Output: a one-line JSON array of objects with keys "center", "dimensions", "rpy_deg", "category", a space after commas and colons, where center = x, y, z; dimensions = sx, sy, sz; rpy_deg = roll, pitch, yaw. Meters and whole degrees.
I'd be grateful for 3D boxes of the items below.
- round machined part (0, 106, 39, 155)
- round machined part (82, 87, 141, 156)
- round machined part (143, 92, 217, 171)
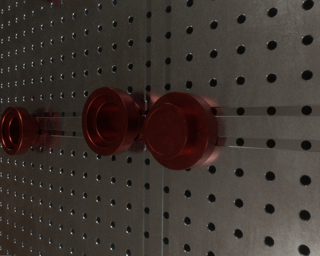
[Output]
[{"center": [-0.281, 0.005, 0.626], "dimensions": [0.098, 0.042, 0.097], "rpy_deg": [0, 90, 39], "category": "round machined part"}, {"center": [-0.067, -0.009, 0.451], "dimensions": [0.098, 0.042, 0.097], "rpy_deg": [0, 90, 39], "category": "round machined part"}, {"center": [0.017, 0.004, 0.382], "dimensions": [0.098, 0.042, 0.097], "rpy_deg": [0, 90, 39], "category": "round machined part"}]
